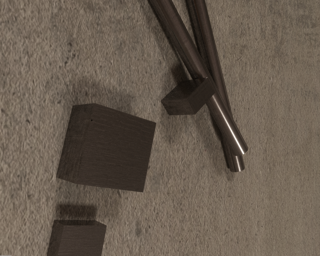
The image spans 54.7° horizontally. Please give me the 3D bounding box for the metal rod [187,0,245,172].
[{"bbox_3d":[0.087,-0.071,0.480,0.025,0.025,0.298,-28,107,-37],"label":"metal rod"}]

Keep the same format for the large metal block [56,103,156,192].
[{"bbox_3d":[-0.057,0.023,0.342,0.081,0.050,0.080,18,79,-39],"label":"large metal block"}]

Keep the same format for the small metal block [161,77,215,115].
[{"bbox_3d":[0.038,-0.043,0.423,0.050,0.050,0.025,-46,118,-30],"label":"small metal block"}]

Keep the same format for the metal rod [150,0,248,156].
[{"bbox_3d":[0.051,-0.085,0.434,0.025,0.025,0.299,-44,112,-31],"label":"metal rod"}]

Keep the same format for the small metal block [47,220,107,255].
[{"bbox_3d":[-0.090,0.127,0.331,0.050,0.025,0.050,16,80,-39],"label":"small metal block"}]
